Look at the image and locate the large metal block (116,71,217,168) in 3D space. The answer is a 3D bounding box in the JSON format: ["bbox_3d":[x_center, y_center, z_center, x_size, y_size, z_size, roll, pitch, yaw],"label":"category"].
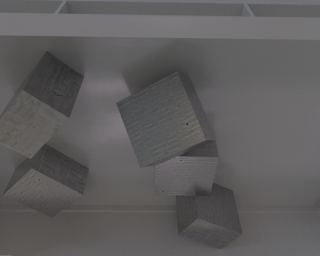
[{"bbox_3d":[0.008,-0.007,0.358,0.080,0.080,0.050,-25,169,19],"label":"large metal block"}]

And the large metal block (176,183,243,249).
[{"bbox_3d":[0.074,0.130,0.485,0.080,0.080,0.050,25,126,-20],"label":"large metal block"}]

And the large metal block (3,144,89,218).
[{"bbox_3d":[-0.166,0.079,0.458,0.080,0.050,0.080,37,121,-27],"label":"large metal block"}]

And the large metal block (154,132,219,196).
[{"bbox_3d":[0.033,0.050,0.435,0.081,0.050,0.079,2,130,-2],"label":"large metal block"}]

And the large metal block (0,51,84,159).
[{"bbox_3d":[-0.137,-0.026,0.349,0.050,0.080,0.080,35,122,-26],"label":"large metal block"}]
